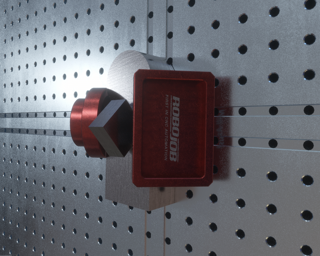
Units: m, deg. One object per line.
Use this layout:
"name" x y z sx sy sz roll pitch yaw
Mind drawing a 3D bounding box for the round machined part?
"round machined part" -0.093 -0.007 0.433 0.042 0.098 0.097 1 91 7

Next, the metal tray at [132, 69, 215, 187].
"metal tray" 0.014 0.001 0.357 0.030 0.091 0.129 -174 85 -83

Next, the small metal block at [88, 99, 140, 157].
"small metal block" -0.052 0.000 0.381 0.025 0.050 0.050 0 132 37

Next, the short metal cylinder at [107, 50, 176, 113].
"short metal cylinder" -0.025 -0.059 0.413 0.080 0.050 0.080 0 90 40

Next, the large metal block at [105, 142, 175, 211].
"large metal block" -0.027 0.058 0.415 0.080 0.050 0.079 3 92 40
